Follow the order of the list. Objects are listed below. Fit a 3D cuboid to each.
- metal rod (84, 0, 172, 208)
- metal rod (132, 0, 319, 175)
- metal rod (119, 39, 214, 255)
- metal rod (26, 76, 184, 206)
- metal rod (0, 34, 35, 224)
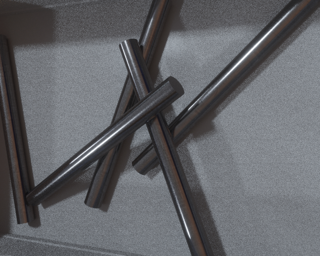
[{"bbox_3d":[-0.046,-0.031,0.425,0.025,0.025,0.298,22,97,18],"label":"metal rod"},{"bbox_3d":[0.073,-0.049,0.384,0.299,0.025,0.025,-46,76,14],"label":"metal rod"},{"bbox_3d":[0.009,0.032,0.379,0.025,0.025,0.299,-22,83,18],"label":"metal rod"},{"bbox_3d":[-0.088,0.031,0.407,0.299,0.025,0.025,-36,79,29],"label":"metal rod"},{"bbox_3d":[-0.235,-0.001,0.491,0.025,0.025,0.298,-12,86,19],"label":"metal rod"}]
